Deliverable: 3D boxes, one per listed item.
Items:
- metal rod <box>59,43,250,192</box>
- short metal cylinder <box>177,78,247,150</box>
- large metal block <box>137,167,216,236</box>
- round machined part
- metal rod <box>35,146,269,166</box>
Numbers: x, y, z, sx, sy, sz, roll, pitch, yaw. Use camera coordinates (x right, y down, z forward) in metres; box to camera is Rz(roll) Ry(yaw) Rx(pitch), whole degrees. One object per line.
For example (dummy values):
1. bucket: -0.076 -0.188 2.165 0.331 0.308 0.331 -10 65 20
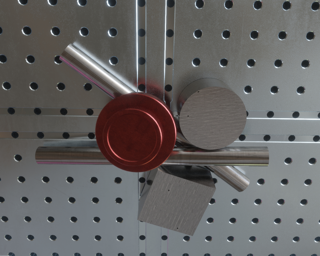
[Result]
1. metal rod: 0.002 -0.006 0.411 0.301 0.025 0.025 37 106 -13
2. short metal cylinder: 0.063 -0.019 0.393 0.081 0.050 0.079 0 110 -1
3. large metal block: 0.021 0.093 0.432 0.080 0.050 0.079 19 109 -7
4. round machined part: -0.030 0.007 0.371 0.099 0.042 0.097 1 102 5
5. metal rod: -0.015 0.037 0.407 0.302 0.025 0.025 0 110 7
